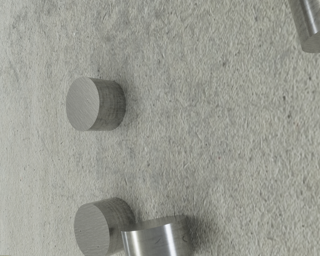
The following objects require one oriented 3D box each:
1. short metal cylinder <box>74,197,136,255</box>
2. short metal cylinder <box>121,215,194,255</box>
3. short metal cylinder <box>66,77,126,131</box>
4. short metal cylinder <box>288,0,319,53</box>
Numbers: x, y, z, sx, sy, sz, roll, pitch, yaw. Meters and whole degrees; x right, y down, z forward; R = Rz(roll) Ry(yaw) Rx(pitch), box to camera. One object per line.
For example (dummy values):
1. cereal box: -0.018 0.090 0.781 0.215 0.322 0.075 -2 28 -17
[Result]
1. short metal cylinder: -0.082 0.147 0.456 0.080 0.050 0.080 0 90 40
2. short metal cylinder: -0.003 0.139 0.372 0.080 0.081 0.050 -19 78 38
3. short metal cylinder: -0.098 -0.035 0.470 0.080 0.050 0.080 0 90 40
4. short metal cylinder: 0.149 -0.100 0.246 0.080 0.081 0.050 -18 79 38
